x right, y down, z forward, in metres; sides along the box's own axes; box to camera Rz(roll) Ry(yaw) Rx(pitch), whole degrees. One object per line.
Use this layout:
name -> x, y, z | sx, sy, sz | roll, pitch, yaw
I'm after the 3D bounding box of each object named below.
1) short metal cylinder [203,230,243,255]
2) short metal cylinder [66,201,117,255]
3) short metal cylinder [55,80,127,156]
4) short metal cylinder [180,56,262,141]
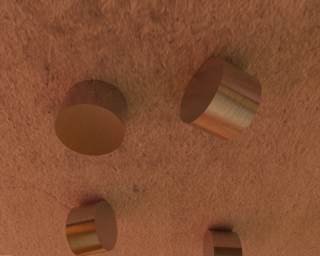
short metal cylinder -> 0.113, 0.231, 0.570 | 0.050, 0.080, 0.079 | 5, 130, -5
short metal cylinder -> -0.110, 0.165, 0.510 | 0.050, 0.080, 0.080 | -16, 129, 12
short metal cylinder -> -0.082, -0.012, 0.380 | 0.081, 0.050, 0.079 | 0, 130, 0
short metal cylinder -> 0.065, -0.032, 0.345 | 0.050, 0.080, 0.080 | 24, 126, -19
